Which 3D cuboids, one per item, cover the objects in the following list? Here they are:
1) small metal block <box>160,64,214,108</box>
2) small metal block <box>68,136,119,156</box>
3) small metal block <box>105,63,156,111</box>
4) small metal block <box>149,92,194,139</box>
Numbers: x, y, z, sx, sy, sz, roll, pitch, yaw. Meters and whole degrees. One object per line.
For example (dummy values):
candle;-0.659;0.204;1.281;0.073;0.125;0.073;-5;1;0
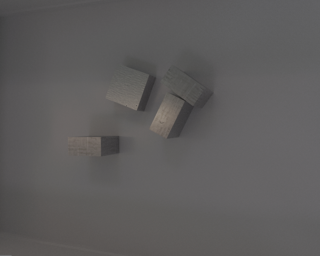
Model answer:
small metal block;0.035;-0.050;0.385;0.050;0.050;0.025;38;102;16
small metal block;-0.091;0.024;0.429;0.050;0.050;0.025;-1;90;20
small metal block;-0.040;-0.055;0.425;0.050;0.025;0.050;22;97;18
small metal block;0.017;-0.015;0.391;0.025;0.050;0.050;29;100;18
